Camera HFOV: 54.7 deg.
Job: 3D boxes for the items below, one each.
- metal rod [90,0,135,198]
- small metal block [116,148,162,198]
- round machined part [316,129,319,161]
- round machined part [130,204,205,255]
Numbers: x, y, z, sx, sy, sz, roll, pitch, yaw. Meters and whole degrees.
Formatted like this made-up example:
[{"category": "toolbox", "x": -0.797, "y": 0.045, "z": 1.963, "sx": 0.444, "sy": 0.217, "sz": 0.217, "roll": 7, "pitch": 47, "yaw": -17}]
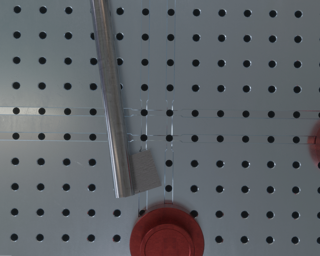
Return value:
[{"category": "metal rod", "x": -0.065, "y": -0.063, "z": 0.398, "sx": 0.025, "sy": 0.025, "sz": 0.298, "roll": -8, "pitch": 84, "yaw": 0}, {"category": "small metal block", "x": -0.029, "y": 0.059, "z": 0.413, "sx": 0.050, "sy": 0.025, "sz": 0.050, "roll": -18, "pitch": 90, "yaw": 0}, {"category": "round machined part", "x": 0.264, "y": 0.024, "z": 0.407, "sx": 0.099, "sy": 0.042, "sz": 0.097, "roll": 0, "pitch": 90, "yaw": 0}, {"category": "round machined part", "x": 0.009, "y": 0.153, "z": 0.405, "sx": 0.099, "sy": 0.042, "sz": 0.097, "roll": 0, "pitch": 90, "yaw": 0}]
